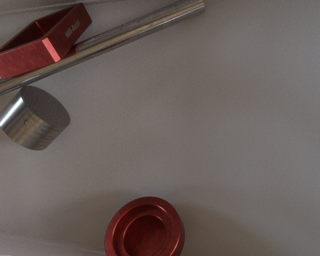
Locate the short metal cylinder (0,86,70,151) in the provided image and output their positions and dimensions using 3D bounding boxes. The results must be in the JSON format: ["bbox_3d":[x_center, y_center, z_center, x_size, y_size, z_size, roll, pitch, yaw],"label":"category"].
[{"bbox_3d":[-0.177,-0.014,0.442,0.050,0.080,0.080,-43,77,15],"label":"short metal cylinder"}]

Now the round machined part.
[{"bbox_3d":[-0.016,0.140,0.389,0.098,0.042,0.098,-13,44,13],"label":"round machined part"}]

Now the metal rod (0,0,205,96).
[{"bbox_3d":[-0.087,-0.106,0.406,0.301,0.025,0.025,-21,83,5],"label":"metal rod"}]

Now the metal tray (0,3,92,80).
[{"bbox_3d":[-0.154,-0.119,0.413,0.090,0.130,0.030,-12,126,19],"label":"metal tray"}]
